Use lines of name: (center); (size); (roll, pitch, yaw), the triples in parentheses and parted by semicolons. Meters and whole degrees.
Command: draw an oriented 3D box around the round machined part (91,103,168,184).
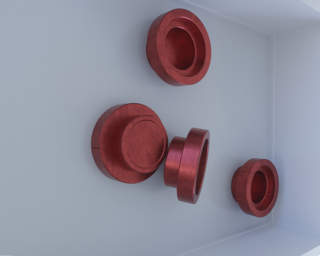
round machined part: (-0.029, 0.019, 0.373); (0.099, 0.042, 0.097); (0, 90, -40)

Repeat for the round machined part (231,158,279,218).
round machined part: (0.160, 0.100, 0.533); (0.099, 0.042, 0.097); (0, 90, -40)

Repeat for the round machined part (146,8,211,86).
round machined part: (0.021, -0.104, 0.415); (0.099, 0.042, 0.097); (0, 90, -40)

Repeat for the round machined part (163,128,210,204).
round machined part: (0.035, 0.047, 0.407); (0.098, 0.042, 0.097); (9, 91, -74)
